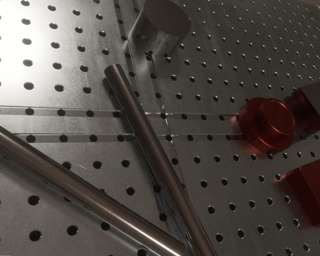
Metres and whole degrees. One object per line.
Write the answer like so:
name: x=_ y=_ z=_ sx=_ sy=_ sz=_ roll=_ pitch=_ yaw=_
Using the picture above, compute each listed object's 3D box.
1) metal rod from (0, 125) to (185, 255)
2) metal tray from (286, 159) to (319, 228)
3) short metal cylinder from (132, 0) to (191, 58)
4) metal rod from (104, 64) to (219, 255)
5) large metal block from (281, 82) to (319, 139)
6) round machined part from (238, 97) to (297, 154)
metal rod: x=-0.104 y=0.052 z=0.320 sx=0.301 sy=0.025 sz=0.025 roll=34 pitch=51 yaw=-6
metal tray: x=0.273 y=0.094 z=0.498 sx=0.131 sy=0.030 sz=0.090 roll=-11 pitch=67 yaw=-33
short metal cylinder: x=0.002 y=-0.159 z=0.492 sx=0.081 sy=0.050 sz=0.080 roll=14 pitch=56 yaw=-21
metal rod: x=0.002 y=0.048 z=0.381 sx=0.025 sy=0.025 sz=0.299 roll=-16 pitch=70 yaw=-35
large metal block: x=0.282 y=-0.034 z=0.569 sx=0.081 sy=0.050 sz=0.080 roll=-16 pitch=70 yaw=-35
round machined part: x=0.180 y=-0.010 z=0.503 sx=0.099 sy=0.042 sz=0.098 roll=14 pitch=56 yaw=-21
